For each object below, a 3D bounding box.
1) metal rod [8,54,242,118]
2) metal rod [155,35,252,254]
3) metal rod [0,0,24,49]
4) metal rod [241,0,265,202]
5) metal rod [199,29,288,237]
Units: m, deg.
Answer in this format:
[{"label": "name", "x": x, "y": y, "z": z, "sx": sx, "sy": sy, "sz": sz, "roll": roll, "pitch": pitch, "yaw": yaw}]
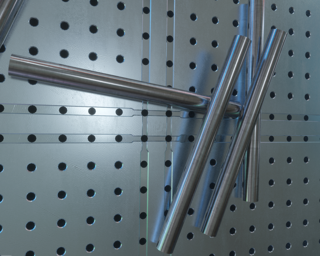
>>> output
[{"label": "metal rod", "x": -0.028, "y": -0.049, "z": 0.401, "sx": 0.302, "sy": 0.025, "sz": 0.025, "roll": 9, "pitch": 87, "yaw": -20}, {"label": "metal rod", "x": 0.058, "y": 0.022, "z": 0.413, "sx": 0.025, "sy": 0.025, "sz": 0.299, "roll": 20, "pitch": 91, "yaw": -19}, {"label": "metal rod", "x": -0.175, "y": -0.130, "z": 0.347, "sx": 0.025, "sy": 0.025, "sz": 0.299, "roll": 24, "pitch": 82, "yaw": -19}, {"label": "metal rod", "x": 0.139, "y": -0.042, "z": 0.463, "sx": 0.025, "sy": 0.025, "sz": 0.298, "roll": 2, "pitch": 89, "yaw": -20}, {"label": "metal rod", "x": 0.117, "y": 0.007, "z": 0.437, "sx": 0.025, "sy": 0.025, "sz": 0.299, "roll": 19, "pitch": 90, "yaw": -19}]
